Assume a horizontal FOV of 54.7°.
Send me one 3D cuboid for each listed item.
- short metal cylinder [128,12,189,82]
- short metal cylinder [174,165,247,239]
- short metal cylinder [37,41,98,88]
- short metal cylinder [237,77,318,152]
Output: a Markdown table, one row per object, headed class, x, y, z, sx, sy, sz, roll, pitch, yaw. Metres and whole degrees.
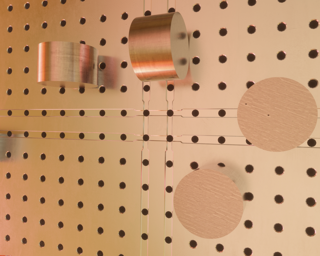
| class | x | y | z | sx | sy | sz | roll | pitch | yaw |
| --- | --- | --- | --- | --- | --- | --- | --- | --- | --- |
| short metal cylinder | 0.001 | -0.098 | 0.383 | 0.050 | 0.080 | 0.080 | -1 | 90 | 20 |
| short metal cylinder | 0.062 | 0.087 | 0.377 | 0.080 | 0.050 | 0.080 | 0 | 90 | 20 |
| short metal cylinder | -0.127 | -0.084 | 0.428 | 0.080 | 0.080 | 0.050 | 2 | 91 | 20 |
| short metal cylinder | 0.132 | -0.015 | 0.353 | 0.080 | 0.050 | 0.079 | 0 | 90 | 20 |
